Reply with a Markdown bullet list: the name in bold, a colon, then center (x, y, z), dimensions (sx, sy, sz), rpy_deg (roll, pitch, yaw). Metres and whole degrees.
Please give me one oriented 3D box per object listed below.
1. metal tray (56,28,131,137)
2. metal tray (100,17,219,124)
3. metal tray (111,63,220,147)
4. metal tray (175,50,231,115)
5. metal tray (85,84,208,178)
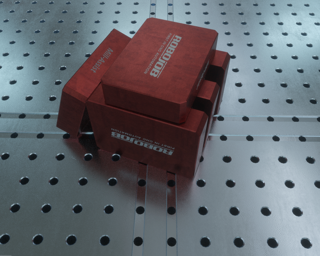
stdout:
- **metal tray**: center (-0.086, -0.061, 0.413), dimensions (0.030, 0.090, 0.130), rpy_deg (30, 53, -4)
- **metal tray**: center (0.005, -0.070, 0.346), dimensions (0.090, 0.030, 0.130), rpy_deg (16, 52, 13)
- **metal tray**: center (0.001, -0.029, 0.388), dimensions (0.130, 0.090, 0.030), rpy_deg (16, 51, 12)
- **metal tray**: center (0.023, -0.072, 0.425), dimensions (0.130, 0.090, 0.030), rpy_deg (16, 53, 13)
- **metal tray**: center (-0.015, 0.005, 0.361), dimensions (0.130, 0.090, 0.030), rpy_deg (17, 52, 13)
